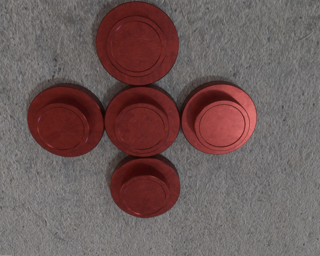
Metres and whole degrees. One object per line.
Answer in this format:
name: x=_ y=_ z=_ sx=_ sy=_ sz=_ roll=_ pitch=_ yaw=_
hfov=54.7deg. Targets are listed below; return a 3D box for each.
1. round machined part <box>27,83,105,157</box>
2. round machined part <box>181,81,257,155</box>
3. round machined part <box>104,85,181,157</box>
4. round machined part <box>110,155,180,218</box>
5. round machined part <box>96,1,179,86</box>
round machined part: x=-0.121 y=-0.006 z=0.398 sx=0.099 sy=0.042 sz=0.097 roll=0 pitch=110 yaw=-1
round machined part: x=0.076 y=-0.009 z=0.400 sx=0.099 sy=0.042 sz=0.097 roll=0 pitch=110 yaw=-1
round machined part: x=-0.023 y=-0.006 z=0.400 sx=0.099 sy=0.042 sz=0.097 roll=0 pitch=110 yaw=-1
round machined part: x=-0.020 y=0.086 z=0.433 sx=0.099 sy=0.042 sz=0.097 roll=0 pitch=110 yaw=-1
round machined part: x=-0.027 y=-0.098 z=0.366 sx=0.099 sy=0.042 sz=0.097 roll=0 pitch=110 yaw=-1
